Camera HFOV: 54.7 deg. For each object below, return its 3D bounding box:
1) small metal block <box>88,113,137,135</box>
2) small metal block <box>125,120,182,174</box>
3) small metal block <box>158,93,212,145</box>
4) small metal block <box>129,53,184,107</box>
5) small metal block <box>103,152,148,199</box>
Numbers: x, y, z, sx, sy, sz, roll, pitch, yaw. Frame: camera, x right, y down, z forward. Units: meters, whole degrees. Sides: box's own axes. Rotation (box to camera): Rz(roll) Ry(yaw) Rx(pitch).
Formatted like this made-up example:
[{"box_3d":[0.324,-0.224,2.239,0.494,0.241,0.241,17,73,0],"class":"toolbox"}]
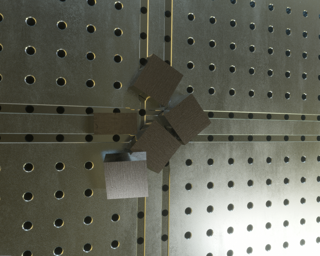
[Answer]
[{"box_3d":[-0.059,-0.005,0.378,0.050,0.050,0.025,-1,91,-20],"class":"small metal block"},{"box_3d":[-0.009,0.024,0.411,0.050,0.025,0.050,42,76,-16],"class":"small metal block"},{"box_3d":[0.034,-0.012,0.426,0.050,0.025,0.050,-39,103,-16],"class":"small metal block"},{"box_3d":[-0.005,-0.062,0.412,0.050,0.025,0.050,33,79,-17],"class":"small metal block"},{"box_3d":[-0.041,0.058,0.384,0.050,0.025,0.050,-3,109,-3],"class":"small metal block"}]
